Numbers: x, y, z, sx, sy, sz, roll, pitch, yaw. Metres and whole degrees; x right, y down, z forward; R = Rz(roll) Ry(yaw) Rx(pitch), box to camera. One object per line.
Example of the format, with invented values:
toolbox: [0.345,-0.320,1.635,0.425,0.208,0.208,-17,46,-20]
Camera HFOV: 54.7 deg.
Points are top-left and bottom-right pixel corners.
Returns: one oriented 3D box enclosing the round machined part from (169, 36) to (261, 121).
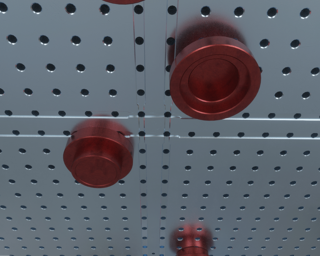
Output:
round machined part: [0.059,-0.059,0.352,0.099,0.042,0.097,-1,130,0]

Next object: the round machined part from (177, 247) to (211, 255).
round machined part: [0.069,0.284,0.643,0.099,0.042,0.097,-1,130,0]

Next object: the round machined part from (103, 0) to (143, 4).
round machined part: [-0.033,-0.161,0.263,0.099,0.042,0.097,-1,130,0]

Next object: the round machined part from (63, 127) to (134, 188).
round machined part: [-0.088,0.049,0.441,0.099,0.042,0.097,-1,130,0]
